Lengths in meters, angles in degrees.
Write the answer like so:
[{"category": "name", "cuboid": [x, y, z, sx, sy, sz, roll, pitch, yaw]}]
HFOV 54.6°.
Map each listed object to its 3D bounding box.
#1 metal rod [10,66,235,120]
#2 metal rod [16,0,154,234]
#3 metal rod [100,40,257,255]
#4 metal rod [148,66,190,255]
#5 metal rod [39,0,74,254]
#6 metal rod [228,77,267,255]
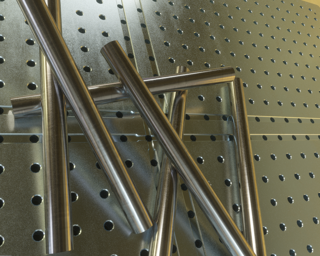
[{"category": "metal rod", "cuboid": [-0.027, -0.051, 0.402, 0.302, 0.025, 0.025, -13, 68, -26]}, {"category": "metal rod", "cuboid": [-0.082, -0.027, 0.322, 0.025, 0.025, 0.299, -29, 96, -37]}, {"category": "metal rod", "cuboid": [0.020, 0.028, 0.365, 0.025, 0.025, 0.299, -30, 86, -38]}, {"category": "metal rod", "cuboid": [0.015, 0.036, 0.393, 0.025, 0.025, 0.300, 20, 54, -16]}, {"category": "metal rod", "cuboid": [-0.113, -0.028, 0.328, 0.025, 0.025, 0.299, 1, 73, -28]}, {"category": "metal rod", "cuboid": [0.121, 0.050, 0.441, 0.025, 0.025, 0.300, 15, 55, -20]}]
